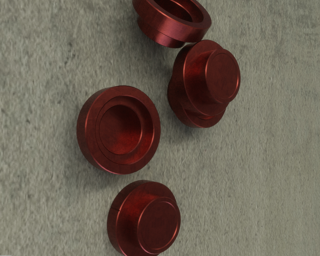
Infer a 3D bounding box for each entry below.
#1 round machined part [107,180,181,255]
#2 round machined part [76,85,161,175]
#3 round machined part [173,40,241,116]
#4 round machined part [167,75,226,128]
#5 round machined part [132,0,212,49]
[{"bbox_3d":[-0.013,0.116,0.385,0.099,0.042,0.097,0,90,-40],"label":"round machined part"},{"bbox_3d":[-0.050,0.002,0.354,0.099,0.042,0.097,0,90,-40],"label":"round machined part"},{"bbox_3d":[0.066,-0.064,0.396,0.099,0.042,0.097,-1,91,-40],"label":"round machined part"},{"bbox_3d":[0.049,-0.049,0.437,0.099,0.042,0.097,0,91,-40],"label":"round machined part"},{"bbox_3d":[0.011,-0.136,0.384,0.099,0.042,0.098,19,43,-18],"label":"round machined part"}]
